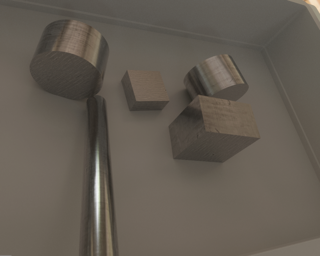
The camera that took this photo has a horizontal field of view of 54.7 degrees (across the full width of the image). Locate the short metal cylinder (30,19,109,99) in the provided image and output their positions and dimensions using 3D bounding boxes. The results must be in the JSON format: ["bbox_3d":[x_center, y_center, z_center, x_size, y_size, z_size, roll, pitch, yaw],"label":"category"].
[{"bbox_3d":[-0.104,-0.078,0.363,0.081,0.080,0.050,17,55,-19],"label":"short metal cylinder"}]

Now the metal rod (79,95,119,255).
[{"bbox_3d":[-0.052,0.045,0.258,0.025,0.025,0.300,15,26,-20],"label":"metal rod"}]

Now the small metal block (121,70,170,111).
[{"bbox_3d":[-0.021,-0.052,0.428,0.050,0.025,0.050,-3,64,-30],"label":"small metal block"}]

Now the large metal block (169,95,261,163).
[{"bbox_3d":[0.068,0.005,0.406,0.081,0.080,0.050,7,59,-25],"label":"large metal block"}]

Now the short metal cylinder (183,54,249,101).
[{"bbox_3d":[0.081,-0.063,0.455,0.081,0.080,0.050,-11,68,-33],"label":"short metal cylinder"}]
